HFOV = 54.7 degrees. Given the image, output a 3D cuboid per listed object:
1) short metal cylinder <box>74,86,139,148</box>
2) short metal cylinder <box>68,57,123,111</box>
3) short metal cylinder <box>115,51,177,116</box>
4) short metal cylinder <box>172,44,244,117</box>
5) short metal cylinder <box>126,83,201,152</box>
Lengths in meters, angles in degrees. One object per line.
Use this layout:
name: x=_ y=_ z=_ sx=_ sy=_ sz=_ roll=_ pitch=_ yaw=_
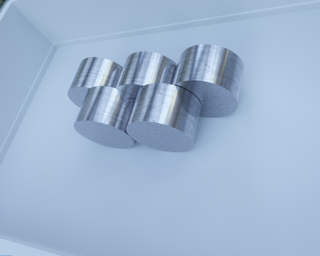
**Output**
short metal cylinder: x=-0.066 y=-0.012 z=0.411 sx=0.080 sy=0.080 sz=0.050 roll=1 pitch=62 yaw=28
short metal cylinder: x=-0.085 y=-0.057 z=0.449 sx=0.080 sy=0.080 sz=0.050 roll=1 pitch=62 yaw=28
short metal cylinder: x=-0.014 y=-0.055 z=0.410 sx=0.080 sy=0.080 sz=0.050 roll=1 pitch=62 yaw=28
short metal cylinder: x=0.056 y=-0.054 z=0.372 sx=0.080 sy=0.080 sz=0.050 roll=2 pitch=63 yaw=29
short metal cylinder: x=0.005 y=-0.010 z=0.372 sx=0.080 sy=0.080 sz=0.050 roll=1 pitch=62 yaw=28
